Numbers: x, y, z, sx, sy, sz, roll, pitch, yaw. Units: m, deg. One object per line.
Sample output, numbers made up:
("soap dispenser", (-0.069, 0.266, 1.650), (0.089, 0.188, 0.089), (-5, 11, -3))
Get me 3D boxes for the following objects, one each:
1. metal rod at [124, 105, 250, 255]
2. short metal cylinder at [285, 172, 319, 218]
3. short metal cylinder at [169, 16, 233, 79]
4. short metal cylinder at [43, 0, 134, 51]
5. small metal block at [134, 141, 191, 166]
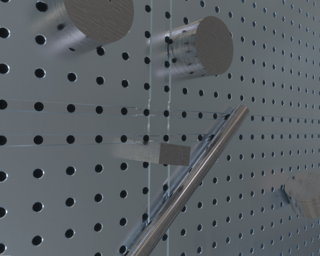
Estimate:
("metal rod", (0.053, 0.068, 0.454), (0.301, 0.025, 0.025), (-48, 119, -29))
("short metal cylinder", (0.301, 0.135, 0.627), (0.080, 0.080, 0.050), (-41, 115, -32))
("short metal cylinder", (0.060, -0.113, 0.443), (0.081, 0.050, 0.079), (0, 90, -40))
("short metal cylinder", (-0.075, -0.126, 0.330), (0.081, 0.050, 0.079), (0, 90, -40))
("small metal block", (0.003, 0.033, 0.396), (0.050, 0.050, 0.025), (10, 84, -40))
